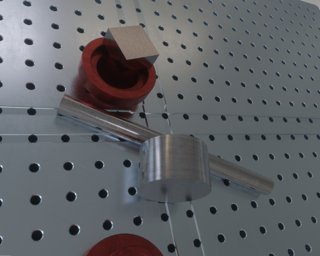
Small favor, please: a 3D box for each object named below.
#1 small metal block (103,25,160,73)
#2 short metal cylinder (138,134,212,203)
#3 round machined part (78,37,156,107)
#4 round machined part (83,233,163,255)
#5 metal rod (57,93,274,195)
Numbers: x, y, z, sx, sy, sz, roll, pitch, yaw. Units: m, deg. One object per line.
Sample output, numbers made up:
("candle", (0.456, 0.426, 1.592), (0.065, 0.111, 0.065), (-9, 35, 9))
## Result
("small metal block", (-0.037, -0.102, 0.397), (0.050, 0.025, 0.050), (-19, 72, -35))
("short metal cylinder", (0.016, 0.048, 0.352), (0.081, 0.080, 0.050), (13, 57, -22))
("round machined part", (-0.058, -0.069, 0.408), (0.099, 0.042, 0.098), (14, 56, -21))
("round machined part", (-0.031, 0.149, 0.290), (0.099, 0.042, 0.098), (14, 56, -21))
("metal rod", (0.018, 0.027, 0.401), (0.302, 0.025, 0.025), (23, 53, -15))
